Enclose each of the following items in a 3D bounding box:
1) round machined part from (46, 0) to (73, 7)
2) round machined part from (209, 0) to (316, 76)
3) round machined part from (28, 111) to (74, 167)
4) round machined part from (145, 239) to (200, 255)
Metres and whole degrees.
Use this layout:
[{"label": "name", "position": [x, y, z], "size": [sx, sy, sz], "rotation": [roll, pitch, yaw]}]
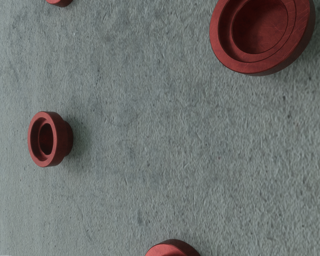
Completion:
[{"label": "round machined part", "position": [-0.185, -0.269, 0.547], "size": [0.098, 0.042, 0.097], "rotation": [0, 90, 40]}, {"label": "round machined part", "position": [0.102, -0.100, 0.309], "size": [0.098, 0.042, 0.097], "rotation": [0, 90, 40]}, {"label": "round machined part", "position": [-0.192, 0.019, 0.553], "size": [0.098, 0.042, 0.097], "rotation": [0, 90, 40]}, {"label": "round machined part", "position": [0.012, 0.193, 0.384], "size": [0.098, 0.042, 0.097], "rotation": [0, 90, 40]}]
